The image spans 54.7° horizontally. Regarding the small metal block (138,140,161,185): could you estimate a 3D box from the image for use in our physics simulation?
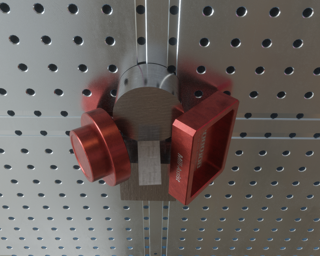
[{"bbox_3d":[-0.013,0.043,0.376,0.025,0.050,0.050,-2,172,-2],"label":"small metal block"}]

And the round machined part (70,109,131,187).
[{"bbox_3d":[-0.078,0.028,0.381,0.042,0.098,0.097,-22,136,-26],"label":"round machined part"}]

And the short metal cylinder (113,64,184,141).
[{"bbox_3d":[-0.013,-0.029,0.369,0.081,0.050,0.079,0,130,0],"label":"short metal cylinder"}]

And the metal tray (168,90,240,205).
[{"bbox_3d":[0.054,0.027,0.394,0.030,0.091,0.129,32,139,31],"label":"metal tray"}]

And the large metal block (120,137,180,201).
[{"bbox_3d":[-0.015,0.060,0.446,0.081,0.050,0.079,2,130,-2],"label":"large metal block"}]
